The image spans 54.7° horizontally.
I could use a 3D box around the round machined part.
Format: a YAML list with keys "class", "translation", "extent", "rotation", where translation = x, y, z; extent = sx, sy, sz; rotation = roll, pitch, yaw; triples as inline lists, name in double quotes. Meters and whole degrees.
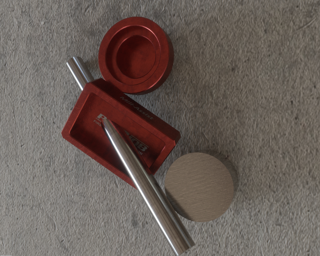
- class: "round machined part"
  translation: [-0.028, -0.092, 0.410]
  extent: [0.098, 0.042, 0.097]
  rotation: [0, 90, 20]

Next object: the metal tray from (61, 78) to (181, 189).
- class: "metal tray"
  translation: [-0.051, 0.009, 0.397]
  extent: [0.130, 0.030, 0.089]
  rotation: [35, 115, 2]

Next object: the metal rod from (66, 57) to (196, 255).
- class: "metal rod"
  translation: [-0.048, 0.019, 0.395]
  extent: [0.025, 0.025, 0.299]
  rotation: [-40, 66, 15]

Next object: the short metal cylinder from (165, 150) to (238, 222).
- class: "short metal cylinder"
  translation: [0.052, 0.068, 0.377]
  extent: [0.080, 0.050, 0.080]
  rotation: [0, 90, 20]
